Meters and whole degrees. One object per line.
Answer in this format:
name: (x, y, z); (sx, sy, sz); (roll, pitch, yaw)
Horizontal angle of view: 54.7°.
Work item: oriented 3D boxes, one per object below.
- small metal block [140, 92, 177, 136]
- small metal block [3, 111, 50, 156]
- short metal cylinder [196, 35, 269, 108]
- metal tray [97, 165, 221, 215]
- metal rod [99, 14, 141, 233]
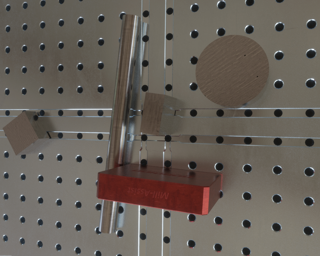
small metal block: (-0.001, -0.017, 0.399); (0.025, 0.050, 0.050); (10, 93, 19)
small metal block: (-0.209, 0.008, 0.485); (0.050, 0.025, 0.050); (-34, 80, 16)
short metal cylinder: (0.088, -0.064, 0.368); (0.080, 0.050, 0.079); (0, 90, 19)
metal tray: (0.002, 0.070, 0.376); (0.130, 0.090, 0.030); (4, 92, 19)
metal rod: (-0.056, -0.004, 0.431); (0.025, 0.025, 0.298); (8, 92, 19)
